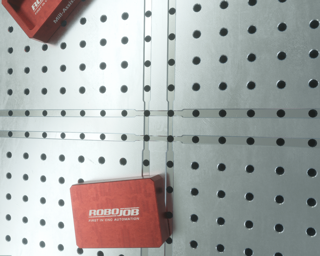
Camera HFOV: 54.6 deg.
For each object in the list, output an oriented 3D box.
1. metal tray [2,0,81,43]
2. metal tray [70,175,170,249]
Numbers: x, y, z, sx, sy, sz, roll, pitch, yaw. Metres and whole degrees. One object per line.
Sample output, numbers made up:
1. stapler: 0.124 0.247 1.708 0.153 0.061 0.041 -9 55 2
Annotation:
1. metal tray: -0.171 -0.208 0.471 0.130 0.030 0.090 -44 77 14
2. metal tray: -0.058 0.117 0.431 0.130 0.030 0.090 -8 87 19
